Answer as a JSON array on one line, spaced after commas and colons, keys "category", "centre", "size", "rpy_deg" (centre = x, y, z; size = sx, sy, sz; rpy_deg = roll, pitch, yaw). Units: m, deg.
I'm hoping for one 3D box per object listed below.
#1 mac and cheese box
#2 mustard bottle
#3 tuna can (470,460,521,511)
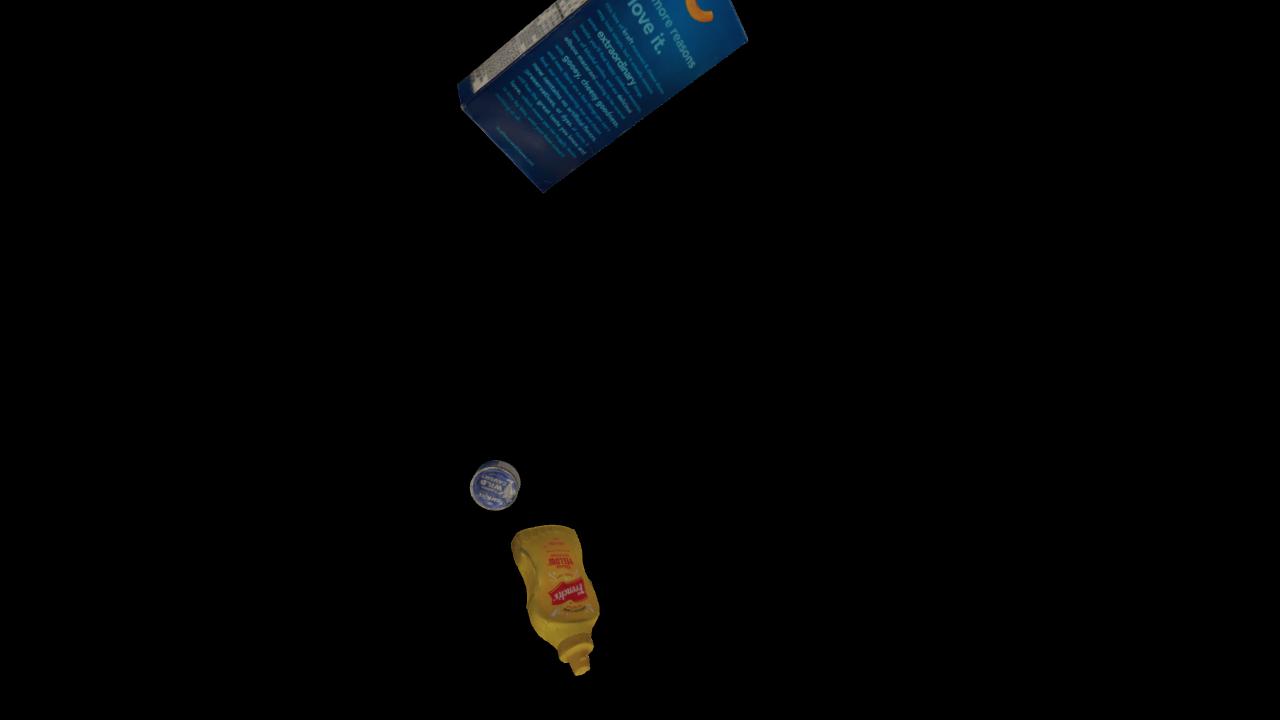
[{"category": "mac and cheese box", "centre": [-0.026, -0.206, 0.426], "size": [0.184, 0.041, 0.093], "rpy_deg": [-32, -40, 15]}, {"category": "mustard bottle", "centre": [-0.096, 0.294, 0.755], "size": [0.092, 0.054, 0.184], "rpy_deg": [15, 33, -37]}, {"category": "tuna can", "centre": [-0.253, 0.219, 1.080], "size": [0.084, 0.084, 0.034], "rpy_deg": [0, 15, -1]}]
